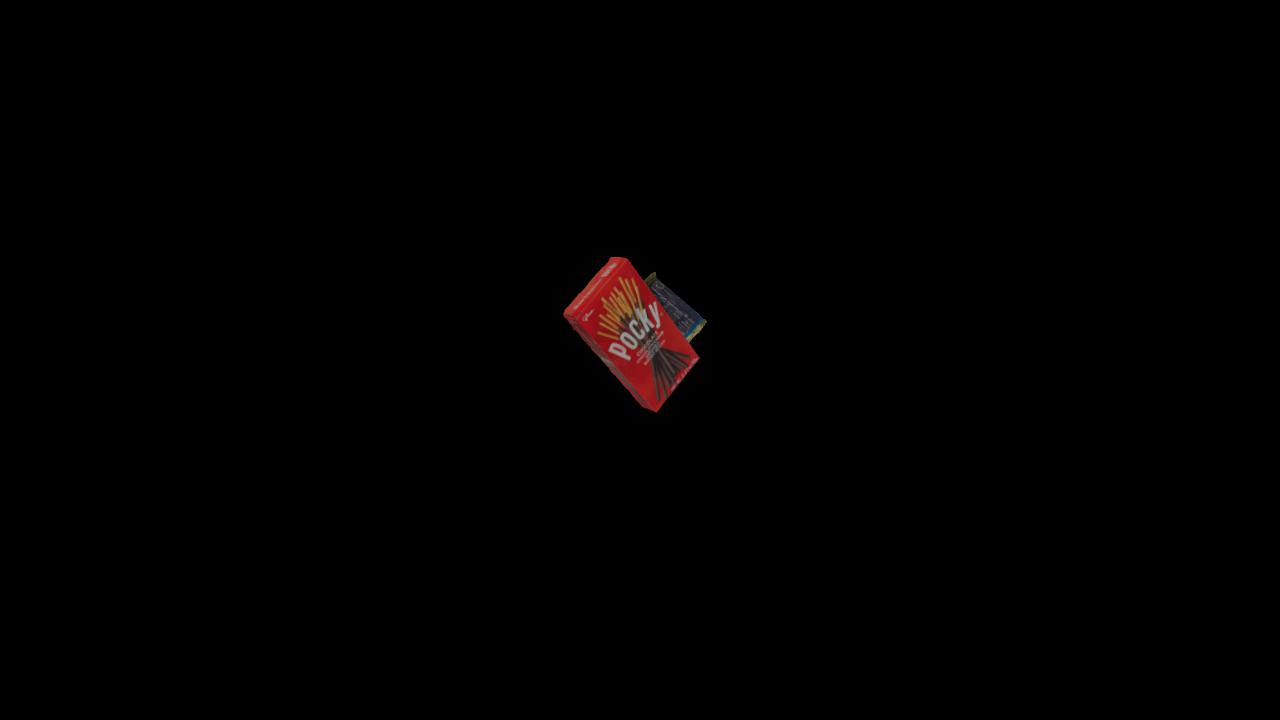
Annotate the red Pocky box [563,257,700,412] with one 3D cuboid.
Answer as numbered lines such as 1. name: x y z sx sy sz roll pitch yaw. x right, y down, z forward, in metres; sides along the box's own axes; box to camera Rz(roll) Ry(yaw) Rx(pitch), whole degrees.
1. red Pocky box: -0.004 -0.023 0.633 0.028 0.083 0.155 20 -25 51

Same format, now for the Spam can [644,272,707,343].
1. Spam can: 0.027 -0.048 0.736 0.085 0.058 0.101 41 -9 3
